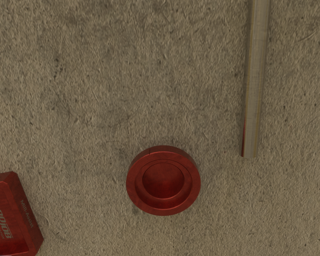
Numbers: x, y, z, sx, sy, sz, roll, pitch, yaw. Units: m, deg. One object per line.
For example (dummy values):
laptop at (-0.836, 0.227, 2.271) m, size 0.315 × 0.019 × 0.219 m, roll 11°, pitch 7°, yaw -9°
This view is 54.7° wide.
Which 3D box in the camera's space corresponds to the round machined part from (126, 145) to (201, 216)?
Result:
round machined part at (0.004, 0.068, 0.426) m, size 0.099 × 0.042 × 0.097 m, roll 0°, pitch 110°, yaw 0°

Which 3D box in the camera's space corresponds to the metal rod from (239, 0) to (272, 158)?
metal rod at (0.117, -0.104, 0.372) m, size 0.025 × 0.025 × 0.298 m, roll -2°, pitch 110°, yaw 0°

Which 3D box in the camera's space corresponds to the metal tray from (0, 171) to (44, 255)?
metal tray at (-0.238, 0.133, 0.453) m, size 0.090 × 0.030 × 0.129 m, roll -11°, pitch 110°, yaw 3°
